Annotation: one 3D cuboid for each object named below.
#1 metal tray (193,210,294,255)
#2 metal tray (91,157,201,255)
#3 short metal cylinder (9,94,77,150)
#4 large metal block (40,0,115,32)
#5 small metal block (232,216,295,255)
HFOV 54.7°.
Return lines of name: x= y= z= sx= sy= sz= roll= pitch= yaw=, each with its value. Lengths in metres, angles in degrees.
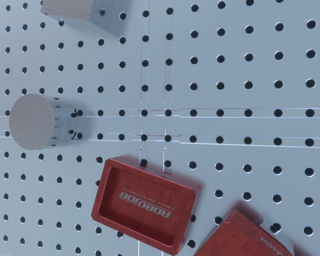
metal tray: x=0.110 y=0.169 z=0.357 sx=0.130 sy=0.030 sz=0.089 roll=39 pitch=120 yaw=15
metal tray: x=-0.021 y=0.101 z=0.416 sx=0.130 sy=0.030 sz=0.089 roll=18 pitch=96 yaw=18
short metal cylinder: x=-0.172 y=-0.009 z=0.458 sx=0.080 sy=0.050 sz=0.079 roll=0 pitch=90 yaw=19
large metal block: x=-0.111 y=-0.189 z=0.437 sx=0.080 sy=0.050 sz=0.079 roll=16 pitch=95 yaw=19
small metal block: x=0.122 y=0.144 z=0.369 sx=0.050 sy=0.025 sz=0.050 roll=-44 pitch=77 yaw=14
